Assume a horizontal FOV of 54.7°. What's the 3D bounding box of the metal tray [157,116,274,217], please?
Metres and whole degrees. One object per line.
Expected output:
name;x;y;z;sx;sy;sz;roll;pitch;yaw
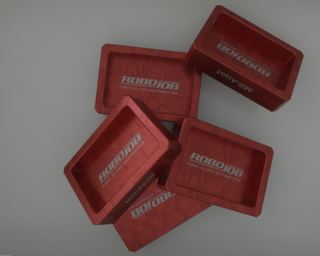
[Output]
metal tray;0.071;0.049;0.382;0.131;0.030;0.090;20;78;-17

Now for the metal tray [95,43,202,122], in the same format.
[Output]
metal tray;-0.014;-0.057;0.408;0.131;0.030;0.089;6;90;-1

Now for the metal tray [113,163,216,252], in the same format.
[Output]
metal tray;-0.004;0.089;0.409;0.130;0.030;0.090;-31;90;-1

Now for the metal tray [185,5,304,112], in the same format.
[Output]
metal tray;0.108;-0.089;0.389;0.130;0.030;0.090;30;60;-1

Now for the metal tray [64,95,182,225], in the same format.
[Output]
metal tray;-0.048;0.038;0.364;0.130;0.030;0.090;-48;59;12
